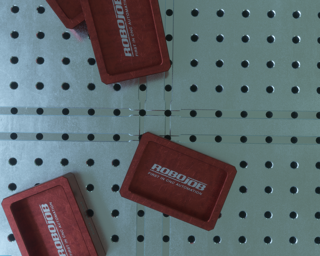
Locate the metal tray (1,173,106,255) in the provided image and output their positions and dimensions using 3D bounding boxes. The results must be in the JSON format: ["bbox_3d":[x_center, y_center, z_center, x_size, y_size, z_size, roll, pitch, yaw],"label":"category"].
[{"bbox_3d":[-0.138,0.136,0.409,0.090,0.030,0.129,-22,90,-1],"label":"metal tray"}]

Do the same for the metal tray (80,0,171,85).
[{"bbox_3d":[-0.044,-0.128,0.389,0.091,0.030,0.129,-14,106,-4],"label":"metal tray"}]

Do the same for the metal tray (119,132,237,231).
[{"bbox_3d":[0.023,0.069,0.411,0.131,0.030,0.090,22,90,-1],"label":"metal tray"}]

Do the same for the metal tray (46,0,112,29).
[{"bbox_3d":[-0.118,-0.203,0.385,0.090,0.030,0.130,-36,113,0],"label":"metal tray"}]
